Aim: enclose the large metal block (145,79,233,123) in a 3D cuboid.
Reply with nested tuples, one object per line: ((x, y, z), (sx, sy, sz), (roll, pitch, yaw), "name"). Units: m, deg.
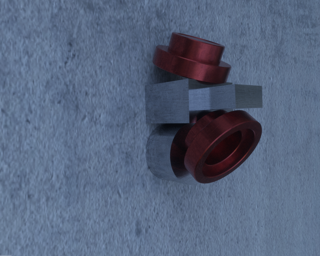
((0.037, -0.032, 0.403), (0.081, 0.080, 0.050), (-3, 92, -40), "large metal block")

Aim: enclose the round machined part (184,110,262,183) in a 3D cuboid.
((0.069, 0.017, 0.369), (0.099, 0.042, 0.097), (-24, 141, -21), "round machined part")

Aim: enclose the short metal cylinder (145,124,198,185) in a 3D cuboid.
((0.027, 0.033, 0.416), (0.081, 0.050, 0.079), (0, 90, -40), "short metal cylinder")

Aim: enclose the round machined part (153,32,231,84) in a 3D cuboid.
((0.043, -0.092, 0.391), (0.099, 0.098, 0.042), (-3, 117, -40), "round machined part")

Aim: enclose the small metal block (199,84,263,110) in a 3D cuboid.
((0.081, -0.034, 0.355), (0.050, 0.050, 0.025), (-4, 92, -40), "small metal block")
